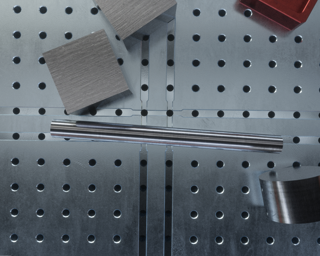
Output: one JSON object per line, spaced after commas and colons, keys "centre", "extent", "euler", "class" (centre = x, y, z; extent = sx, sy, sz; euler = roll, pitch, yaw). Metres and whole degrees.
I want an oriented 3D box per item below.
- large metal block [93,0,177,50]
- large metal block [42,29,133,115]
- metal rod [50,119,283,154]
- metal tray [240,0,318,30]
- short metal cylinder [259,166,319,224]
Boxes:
{"centre": [-0.035, -0.162, 0.400], "extent": [0.080, 0.050, 0.080], "euler": [-35, 90, 0], "class": "large metal block"}
{"centre": [-0.090, -0.069, 0.400], "extent": [0.080, 0.050, 0.080], "euler": [-22, 90, 0], "class": "large metal block"}
{"centre": [0.009, 0.011, 0.413], "extent": [0.302, 0.025, 0.025], "euler": [4, 90, 0], "class": "metal rod"}
{"centre": [0.177, -0.210, 0.411], "extent": [0.090, 0.030, 0.130], "euler": [29, 90, 0], "class": "metal tray"}
{"centre": [0.169, 0.081, 0.387], "extent": [0.080, 0.080, 0.050], "euler": [-11, 90, 0], "class": "short metal cylinder"}
